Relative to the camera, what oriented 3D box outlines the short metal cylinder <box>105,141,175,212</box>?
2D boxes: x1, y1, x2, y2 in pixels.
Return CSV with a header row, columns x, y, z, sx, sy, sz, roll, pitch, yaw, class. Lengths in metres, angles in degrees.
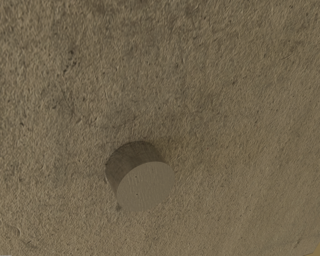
x,y,z,sx,sy,sz,roll,pitch,yaw,class
-0.027,0.064,0.415,0.081,0.050,0.080,-14,124,-21,short metal cylinder
